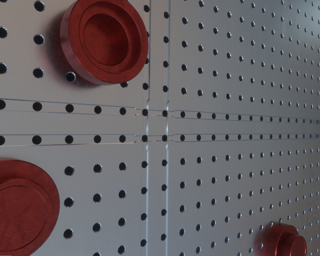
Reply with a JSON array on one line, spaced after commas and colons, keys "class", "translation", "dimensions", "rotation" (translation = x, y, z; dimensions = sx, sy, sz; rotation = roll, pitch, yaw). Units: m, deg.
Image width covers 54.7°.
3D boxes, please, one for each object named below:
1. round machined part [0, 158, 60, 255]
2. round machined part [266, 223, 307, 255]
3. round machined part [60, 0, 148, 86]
[{"class": "round machined part", "translation": [-0.139, 0.078, 0.283], "dimensions": [0.099, 0.042, 0.097], "rotation": [0, 90, -40]}, {"class": "round machined part", "translation": [0.258, 0.244, 0.619], "dimensions": [0.099, 0.042, 0.097], "rotation": [0, 90, -40]}, {"class": "round machined part", "translation": [-0.064, -0.096, 0.345], "dimensions": [0.099, 0.042, 0.097], "rotation": [0, 90, -40]}]
